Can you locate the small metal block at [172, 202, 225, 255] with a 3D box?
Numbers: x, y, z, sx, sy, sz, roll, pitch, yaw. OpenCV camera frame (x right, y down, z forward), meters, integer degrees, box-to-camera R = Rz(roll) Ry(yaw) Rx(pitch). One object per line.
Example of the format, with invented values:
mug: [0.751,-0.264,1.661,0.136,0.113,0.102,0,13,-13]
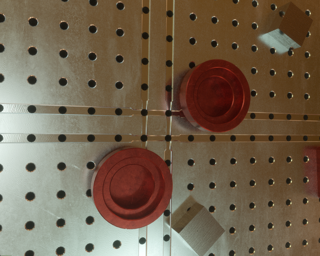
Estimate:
small metal block: [0.054,0.142,0.433,0.050,0.025,0.050,-43,104,-15]

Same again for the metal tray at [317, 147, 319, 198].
metal tray: [0.332,0.073,0.532,0.131,0.030,0.089,-3,91,-20]

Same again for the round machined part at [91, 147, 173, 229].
round machined part: [-0.037,0.072,0.390,0.099,0.042,0.097,0,90,-20]

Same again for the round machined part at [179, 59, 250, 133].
round machined part: [0.072,-0.043,0.430,0.099,0.042,0.097,0,90,-20]

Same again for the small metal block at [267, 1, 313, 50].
small metal block: [0.205,-0.160,0.488,0.050,0.025,0.050,30,80,-18]
